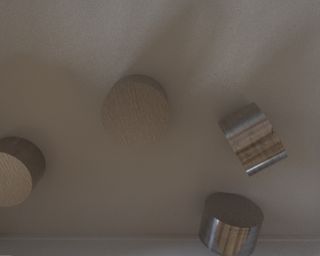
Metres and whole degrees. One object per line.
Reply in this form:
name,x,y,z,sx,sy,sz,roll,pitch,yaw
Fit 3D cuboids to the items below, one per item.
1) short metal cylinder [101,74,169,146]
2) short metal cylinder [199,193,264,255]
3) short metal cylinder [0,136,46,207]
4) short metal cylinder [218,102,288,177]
short metal cylinder,-0.029,-0.023,0.389,0.081,0.050,0.079,0,110,-1
short metal cylinder,0.098,0.134,0.433,0.081,0.080,0.050,7,110,-3
short metal cylinder,-0.203,0.058,0.416,0.081,0.050,0.079,0,110,-1
short metal cylinder,0.115,0.014,0.389,0.050,0.080,0.080,-30,108,10
